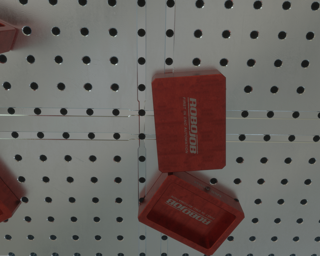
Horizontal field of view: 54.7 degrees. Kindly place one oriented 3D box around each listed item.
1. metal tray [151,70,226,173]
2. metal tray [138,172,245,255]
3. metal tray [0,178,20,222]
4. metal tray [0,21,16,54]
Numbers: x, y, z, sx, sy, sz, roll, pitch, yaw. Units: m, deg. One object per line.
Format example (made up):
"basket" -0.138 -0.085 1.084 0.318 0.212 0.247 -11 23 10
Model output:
"metal tray" 0.039 -0.007 0.409 0.091 0.030 0.129 -4 110 1
"metal tray" 0.045 0.123 0.456 0.131 0.030 0.090 30 107 -11
"metal tray" -0.286 0.112 0.447 0.130 0.030 0.090 -27 108 9
"metal tray" -0.221 -0.104 0.316 0.090 0.130 0.030 24 108 -9
